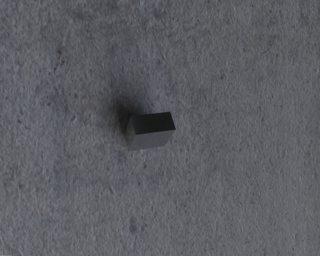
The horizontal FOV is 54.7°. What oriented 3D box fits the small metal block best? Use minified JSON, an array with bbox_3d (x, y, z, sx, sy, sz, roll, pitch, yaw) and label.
[{"bbox_3d":[-0.014,0.005,0.388,0.050,0.050,0.025,-7,66,-20],"label":"small metal block"}]
